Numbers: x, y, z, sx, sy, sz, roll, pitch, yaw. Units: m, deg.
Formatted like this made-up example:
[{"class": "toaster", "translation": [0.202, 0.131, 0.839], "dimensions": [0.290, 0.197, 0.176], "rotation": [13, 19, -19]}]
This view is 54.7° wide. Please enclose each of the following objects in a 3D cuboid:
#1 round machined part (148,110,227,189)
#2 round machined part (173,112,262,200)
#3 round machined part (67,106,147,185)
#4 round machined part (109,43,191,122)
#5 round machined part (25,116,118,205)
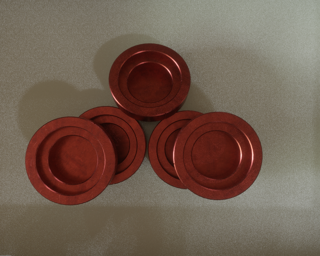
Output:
[{"class": "round machined part", "translation": [0.034, 0.027, 0.402], "dimensions": [0.099, 0.042, 0.097], "rotation": [0, 90, 0]}, {"class": "round machined part", "translation": [0.064, 0.031, 0.360], "dimensions": [0.099, 0.042, 0.097], "rotation": [0, 90, 0]}, {"class": "round machined part", "translation": [-0.066, 0.022, 0.401], "dimensions": [0.099, 0.042, 0.097], "rotation": [0, 90, 0]}, {"class": "round machined part", "translation": [-0.013, -0.053, 0.391], "dimensions": [0.099, 0.042, 0.098], "rotation": [1, 72, -1]}, {"class": "round machined part", "translation": [-0.098, 0.036, 0.359], "dimensions": [0.099, 0.042, 0.097], "rotation": [0, 90, 0]}]
